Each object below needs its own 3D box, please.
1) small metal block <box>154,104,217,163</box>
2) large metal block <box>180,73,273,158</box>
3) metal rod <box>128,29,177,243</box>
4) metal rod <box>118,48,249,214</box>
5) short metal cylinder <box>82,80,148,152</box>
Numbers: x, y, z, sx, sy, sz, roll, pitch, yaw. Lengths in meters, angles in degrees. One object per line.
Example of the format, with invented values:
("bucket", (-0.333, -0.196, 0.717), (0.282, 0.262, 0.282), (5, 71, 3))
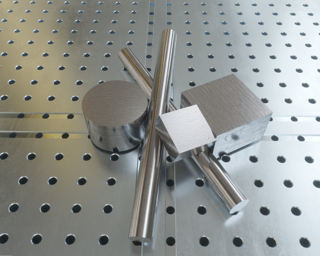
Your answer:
("small metal block", (0.029, 0.006, 0.357), (0.050, 0.025, 0.050), (-17, 67, -24))
("large metal block", (0.081, -0.016, 0.400), (0.081, 0.050, 0.080), (-21, 53, -17))
("metal rod", (-0.003, -0.014, 0.389), (0.025, 0.025, 0.300), (5, 58, 4))
("metal rod", (0.015, -0.017, 0.417), (0.025, 0.025, 0.300), (-22, 54, -18))
("short metal cylinder", (-0.056, -0.016, 0.400), (0.081, 0.050, 0.080), (1, 50, 0))
